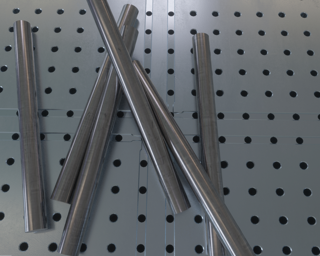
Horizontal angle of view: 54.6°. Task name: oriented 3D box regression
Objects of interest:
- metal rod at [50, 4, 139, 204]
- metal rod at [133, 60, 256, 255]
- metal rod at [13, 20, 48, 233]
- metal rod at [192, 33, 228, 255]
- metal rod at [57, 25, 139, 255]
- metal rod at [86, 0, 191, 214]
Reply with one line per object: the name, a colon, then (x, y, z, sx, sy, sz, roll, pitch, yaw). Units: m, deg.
metal rod: (-0.083, -0.046, 0.428, 0.025, 0.025, 0.299, 14, 70, 5)
metal rod: (0.028, 0.031, 0.382, 0.025, 0.025, 0.299, -25, 65, -9)
metal rod: (-0.177, -0.016, 0.416, 0.025, 0.025, 0.299, -11, 70, -4)
metal rod: (0.064, 0.007, 0.409, 0.025, 0.025, 0.299, -1, 70, -1)
metal rod: (-0.074, 0.004, 0.397, 0.025, 0.025, 0.299, 12, 75, 4)
metal rod: (-0.030, -0.038, 0.390, 0.025, 0.025, 0.299, -22, 85, -8)
